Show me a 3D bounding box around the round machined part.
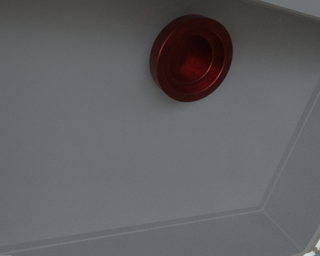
[{"bbox_3d":[0.033,-0.083,0.363,0.099,0.042,0.097,-14,124,-21],"label":"round machined part"}]
